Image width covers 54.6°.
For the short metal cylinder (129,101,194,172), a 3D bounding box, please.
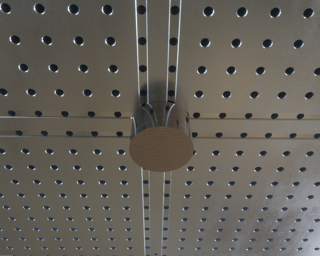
[{"bbox_3d":[0.002,0.012,0.405,0.080,0.050,0.080,0,130,0],"label":"short metal cylinder"}]
